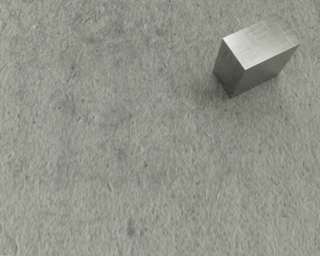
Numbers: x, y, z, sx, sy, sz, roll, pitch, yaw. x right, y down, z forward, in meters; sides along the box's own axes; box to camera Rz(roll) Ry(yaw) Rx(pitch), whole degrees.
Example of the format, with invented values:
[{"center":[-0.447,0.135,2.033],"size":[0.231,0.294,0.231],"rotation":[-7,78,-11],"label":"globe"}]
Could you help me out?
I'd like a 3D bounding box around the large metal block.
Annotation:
[{"center":[0.124,-0.092,0.413],"size":[0.080,0.080,0.050],"rotation":[-26,72,-9],"label":"large metal block"}]
